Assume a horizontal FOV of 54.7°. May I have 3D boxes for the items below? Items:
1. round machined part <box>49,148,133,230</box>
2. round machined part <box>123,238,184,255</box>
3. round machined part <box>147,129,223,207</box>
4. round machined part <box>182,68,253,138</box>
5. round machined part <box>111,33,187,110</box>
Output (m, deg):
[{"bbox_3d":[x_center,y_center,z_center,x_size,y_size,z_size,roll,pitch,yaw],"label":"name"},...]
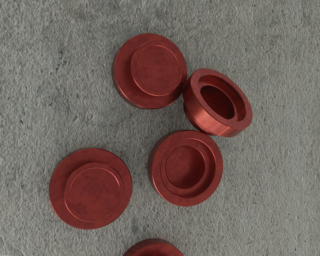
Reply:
[{"bbox_3d":[-0.080,0.073,0.370,0.099,0.042,0.097,0,90,-20],"label":"round machined part"},{"bbox_3d":[-0.006,0.198,0.398,0.099,0.042,0.097,0,90,-20],"label":"round machined part"},{"bbox_3d":[0.030,0.050,0.410,0.099,0.042,0.097,-1,92,-19],"label":"round machined part"},{"bbox_3d":[0.070,-0.028,0.409,0.099,0.042,0.098,20,47,-23],"label":"round machined part"},{"bbox_3d":[-0.009,-0.073,0.396,0.099,0.042,0.097,0,90,-20],"label":"round machined part"}]
